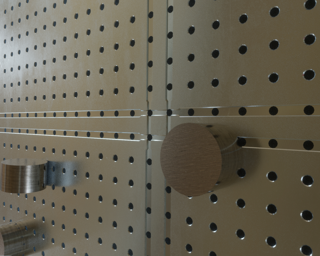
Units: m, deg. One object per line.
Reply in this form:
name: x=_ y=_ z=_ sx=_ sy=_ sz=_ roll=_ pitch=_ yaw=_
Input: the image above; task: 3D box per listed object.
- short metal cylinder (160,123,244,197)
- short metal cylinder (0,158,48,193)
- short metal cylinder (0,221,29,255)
short metal cylinder: x=0.047 y=0.034 z=0.354 sx=0.080 sy=0.050 sz=0.080 roll=0 pitch=90 yaw=40
short metal cylinder: x=-0.257 y=0.088 z=0.586 sx=0.080 sy=0.081 sz=0.050 roll=6 pitch=94 yaw=40
short metal cylinder: x=-0.325 y=0.244 z=0.662 sx=0.080 sy=0.050 sz=0.080 roll=0 pitch=90 yaw=40
